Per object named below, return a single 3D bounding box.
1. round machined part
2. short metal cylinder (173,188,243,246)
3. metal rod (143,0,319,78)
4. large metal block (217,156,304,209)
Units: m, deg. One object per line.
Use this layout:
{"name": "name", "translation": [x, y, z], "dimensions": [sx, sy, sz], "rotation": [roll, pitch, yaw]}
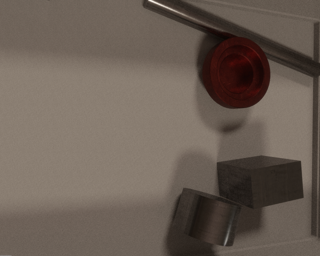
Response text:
{"name": "round machined part", "translation": [0.104, -0.076, 0.441], "dimensions": [0.099, 0.042, 0.097], "rotation": [0, 90, -21]}
{"name": "short metal cylinder", "translation": [0.062, 0.115, 0.406], "dimensions": [0.081, 0.080, 0.050], "rotation": [18, 84, -20]}
{"name": "metal rod", "translation": [0.120, -0.132, 0.456], "dimensions": [0.302, 0.025, 0.025], "rotation": [15, 85, -20]}
{"name": "large metal block", "translation": [0.137, 0.072, 0.434], "dimensions": [0.081, 0.080, 0.050], "rotation": [-6, 92, -20]}
